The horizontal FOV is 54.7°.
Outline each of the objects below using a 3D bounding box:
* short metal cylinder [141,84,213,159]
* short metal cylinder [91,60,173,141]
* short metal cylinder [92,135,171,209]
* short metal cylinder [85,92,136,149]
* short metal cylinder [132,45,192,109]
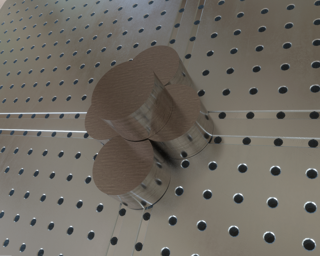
[{"bbox_3d":[0.020,-0.008,0.386,0.080,0.050,0.080,-13,56,21],"label":"short metal cylinder"},{"bbox_3d":[-0.032,-0.032,0.363,0.080,0.050,0.080,-13,56,21],"label":"short metal cylinder"},{"bbox_3d":[-0.034,0.052,0.377,0.080,0.050,0.080,-13,54,20],"label":"short metal cylinder"},{"bbox_3d":[-0.055,-0.008,0.426,0.080,0.050,0.080,-13,56,21],"label":"short metal cylinder"},{"bbox_3d":[-0.002,-0.068,0.434,0.080,0.050,0.080,-12,57,20],"label":"short metal cylinder"}]
